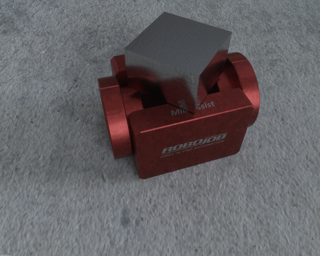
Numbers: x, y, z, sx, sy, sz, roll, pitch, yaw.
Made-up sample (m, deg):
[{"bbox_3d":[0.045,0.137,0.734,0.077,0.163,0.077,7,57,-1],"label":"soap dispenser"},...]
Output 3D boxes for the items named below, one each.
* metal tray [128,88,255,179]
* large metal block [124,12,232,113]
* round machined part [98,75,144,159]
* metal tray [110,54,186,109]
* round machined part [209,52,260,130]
[{"bbox_3d":[0.034,0.008,0.354,0.131,0.089,0.030,-14,52,-12],"label":"metal tray"},{"bbox_3d":[0.020,-0.072,0.330,0.080,0.050,0.080,24,54,18],"label":"large metal block"},{"bbox_3d":[-0.043,-0.015,0.368,0.042,0.097,0.098,-12,51,-10],"label":"round machined part"},{"bbox_3d":[0.005,-0.063,0.417,0.131,0.089,0.030,-14,52,-12],"label":"metal tray"},{"bbox_3d":[0.083,-0.045,0.395,0.042,0.097,0.098,-12,51,-10],"label":"round machined part"}]
